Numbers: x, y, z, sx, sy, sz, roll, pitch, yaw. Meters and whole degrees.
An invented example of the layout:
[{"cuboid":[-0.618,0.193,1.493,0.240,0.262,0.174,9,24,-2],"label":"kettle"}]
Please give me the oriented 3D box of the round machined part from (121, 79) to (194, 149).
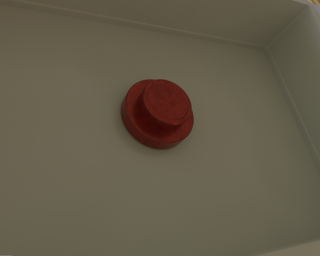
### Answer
[{"cuboid":[0.002,-0.025,0.407,0.099,0.042,0.098,13,56,-21],"label":"round machined part"}]
